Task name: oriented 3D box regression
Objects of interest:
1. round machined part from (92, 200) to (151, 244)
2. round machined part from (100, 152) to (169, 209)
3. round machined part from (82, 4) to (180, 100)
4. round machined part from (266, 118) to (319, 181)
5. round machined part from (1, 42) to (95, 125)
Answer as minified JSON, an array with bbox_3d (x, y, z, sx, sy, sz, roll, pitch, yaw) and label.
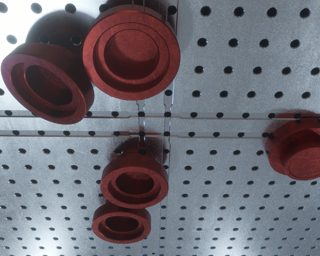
[{"bbox_3d":[-0.064,0.155,0.532,0.099,0.042,0.097,-1,130,0],"label":"round machined part"},{"bbox_3d":[-0.037,0.075,0.464,0.099,0.042,0.097,-1,130,0],"label":"round machined part"},{"bbox_3d":[-0.030,-0.081,0.328,0.099,0.042,0.097,-3,128,-3],"label":"round machined part"},{"bbox_3d":[0.204,0.037,0.435,0.099,0.042,0.097,-1,130,0],"label":"round machined part"},{"bbox_3d":[-0.117,-0.052,0.341,0.098,0.042,0.097,14,140,12],"label":"round machined part"}]
